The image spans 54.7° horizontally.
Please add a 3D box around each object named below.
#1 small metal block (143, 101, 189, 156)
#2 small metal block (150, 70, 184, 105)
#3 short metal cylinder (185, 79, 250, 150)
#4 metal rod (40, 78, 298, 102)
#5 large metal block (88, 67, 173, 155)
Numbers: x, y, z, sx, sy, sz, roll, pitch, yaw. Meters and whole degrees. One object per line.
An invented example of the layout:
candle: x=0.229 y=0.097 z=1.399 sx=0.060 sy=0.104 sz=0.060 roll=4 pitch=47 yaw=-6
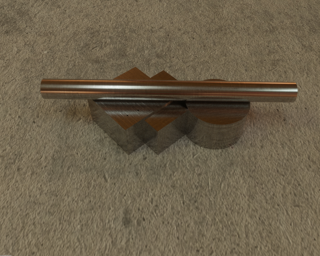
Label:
small metal block: x=0.007 y=0.000 z=0.390 sx=0.050 sy=0.050 sz=0.025 roll=-35 pitch=59 yaw=-26
small metal block: x=0.012 y=-0.043 z=0.425 sx=0.025 sy=0.050 sz=0.050 roll=-35 pitch=59 yaw=-26
short metal cylinder: x=0.072 y=-0.019 z=0.404 sx=0.081 sy=0.050 sz=0.080 roll=0 pitch=50 yaw=0
metal rod: x=0.010 y=-0.045 z=0.376 sx=0.302 sy=0.025 sz=0.025 roll=1 pitch=50 yaw=0
large metal block: x=-0.037 y=-0.025 z=0.407 sx=0.080 sy=0.050 sz=0.080 roll=-35 pitch=58 yaw=-26
